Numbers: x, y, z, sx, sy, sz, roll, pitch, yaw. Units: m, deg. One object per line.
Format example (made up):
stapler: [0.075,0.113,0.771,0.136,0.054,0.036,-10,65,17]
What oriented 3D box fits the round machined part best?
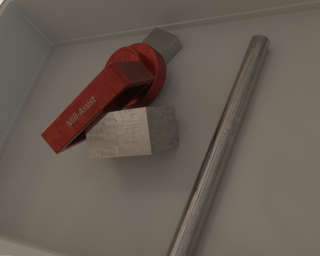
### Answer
round machined part: [-0.043,-0.078,0.446,0.098,0.042,0.098,-11,71,34]

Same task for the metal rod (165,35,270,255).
metal rod: [0.072,0.016,0.357,0.025,0.025,0.300,12,68,33]

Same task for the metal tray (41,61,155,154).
metal tray: [-0.073,-0.027,0.380,0.130,0.090,0.030,-40,88,21]

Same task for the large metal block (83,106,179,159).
large metal block: [-0.031,0.004,0.374,0.080,0.080,0.050,-6,91,24]

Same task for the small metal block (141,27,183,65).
small metal block: [-0.002,-0.124,0.481,0.050,0.025,0.050,-49,52,-7]
